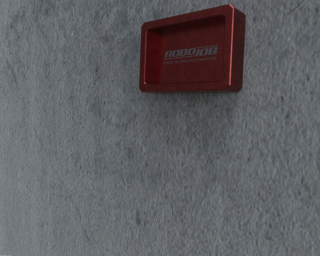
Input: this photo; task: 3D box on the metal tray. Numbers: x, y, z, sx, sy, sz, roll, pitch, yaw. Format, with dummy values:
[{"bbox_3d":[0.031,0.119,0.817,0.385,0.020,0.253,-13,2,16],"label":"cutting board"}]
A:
[{"bbox_3d":[0.034,-0.088,0.372,0.130,0.030,0.089,4,93,39],"label":"metal tray"}]
